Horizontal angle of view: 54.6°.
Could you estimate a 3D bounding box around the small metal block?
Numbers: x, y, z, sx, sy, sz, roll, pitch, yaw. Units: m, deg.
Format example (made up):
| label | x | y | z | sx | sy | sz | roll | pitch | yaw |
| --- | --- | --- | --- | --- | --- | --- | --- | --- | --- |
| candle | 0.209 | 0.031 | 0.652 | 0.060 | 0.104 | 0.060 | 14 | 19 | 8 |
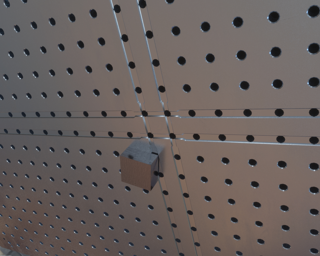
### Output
| label | x | y | z | sx | sy | sz | roll | pitch | yaw |
| --- | --- | --- | --- | --- | --- | --- | --- | --- | --- |
| small metal block | -0.031 | 0.061 | 0.466 | 0.050 | 0.025 | 0.050 | 14 | 124 | 20 |
